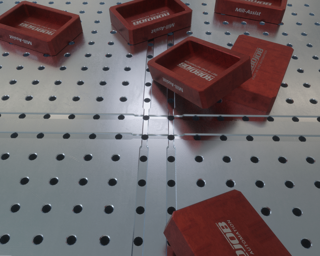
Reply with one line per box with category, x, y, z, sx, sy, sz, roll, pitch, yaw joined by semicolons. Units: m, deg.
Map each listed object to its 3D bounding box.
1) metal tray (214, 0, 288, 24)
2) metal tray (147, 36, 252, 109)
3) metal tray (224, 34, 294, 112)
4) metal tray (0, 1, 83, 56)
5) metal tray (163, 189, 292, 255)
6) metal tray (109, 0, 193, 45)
metal tray;0.184;-0.255;0.619;0.130;0.030;0.090;16;52;13
metal tray;0.053;-0.085;0.446;0.090;0.030;0.130;-35;42;-16
metal tray;0.145;-0.089;0.481;0.090;0.030;0.130;21;53;17
metal tray;-0.219;-0.181;0.555;0.130;0.030;0.090;20;53;16
metal tray;0.074;0.125;0.282;0.091;0.030;0.130;-10;48;-32
metal tray;-0.017;-0.208;0.579;0.131;0.030;0.090;-24;54;-19
